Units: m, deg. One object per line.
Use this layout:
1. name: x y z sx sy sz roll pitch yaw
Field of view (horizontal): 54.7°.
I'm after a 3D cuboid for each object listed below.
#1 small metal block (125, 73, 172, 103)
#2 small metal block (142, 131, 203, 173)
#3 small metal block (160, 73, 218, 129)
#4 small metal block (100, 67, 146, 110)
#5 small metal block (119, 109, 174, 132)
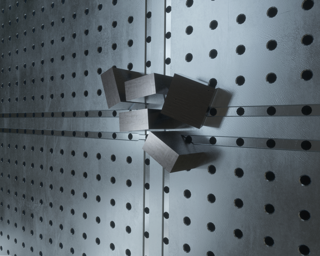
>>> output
1. small metal block: -0.009 -0.050 0.398 0.050 0.050 0.025 -9 84 40
2. small metal block: 0.016 0.027 0.379 0.050 0.050 0.025 38 113 33
3. small metal block: 0.035 -0.033 0.368 0.050 0.025 0.050 23 106 13
4. small metal block: -0.050 -0.054 0.432 0.025 0.050 0.050 -24 75 37
5. small metal block: -0.018 -0.009 0.406 0.050 0.050 0.025 -5 87 39
